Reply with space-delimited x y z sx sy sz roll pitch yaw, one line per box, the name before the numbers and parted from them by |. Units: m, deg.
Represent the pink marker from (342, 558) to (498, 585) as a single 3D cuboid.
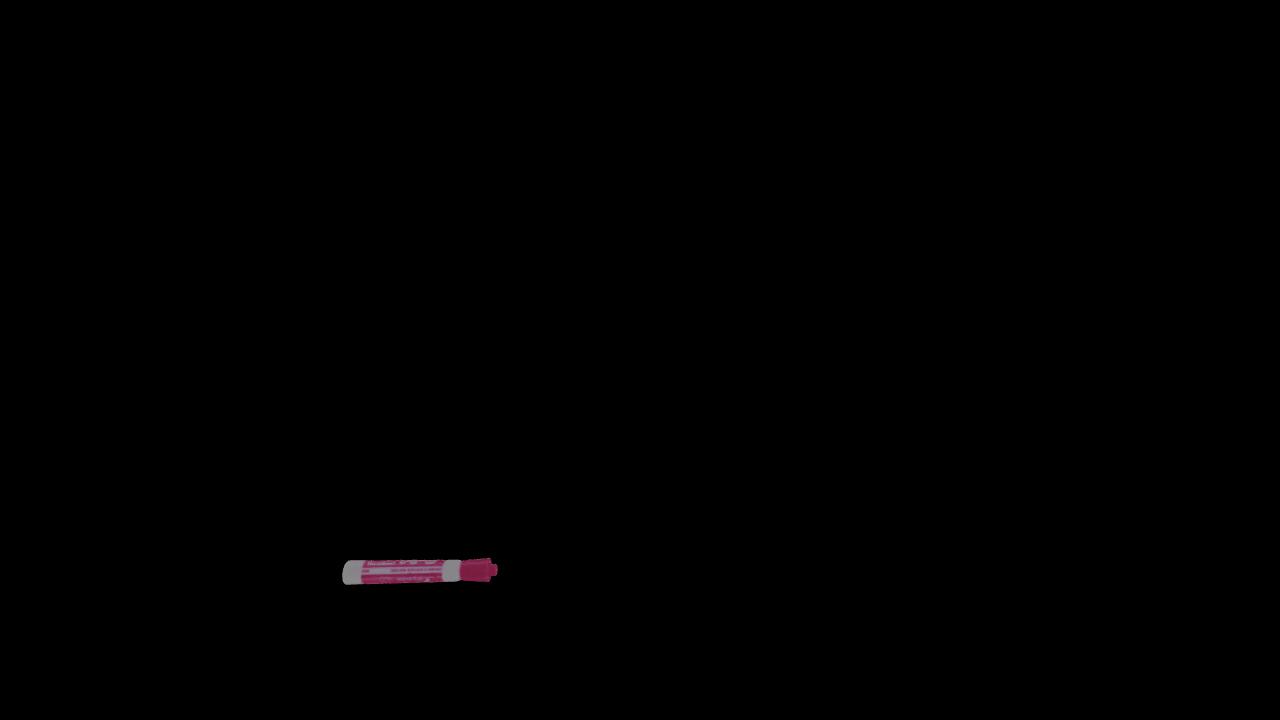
pink marker | -0.177 0.172 0.500 0.121 0.020 0.020 -1 0 -2
